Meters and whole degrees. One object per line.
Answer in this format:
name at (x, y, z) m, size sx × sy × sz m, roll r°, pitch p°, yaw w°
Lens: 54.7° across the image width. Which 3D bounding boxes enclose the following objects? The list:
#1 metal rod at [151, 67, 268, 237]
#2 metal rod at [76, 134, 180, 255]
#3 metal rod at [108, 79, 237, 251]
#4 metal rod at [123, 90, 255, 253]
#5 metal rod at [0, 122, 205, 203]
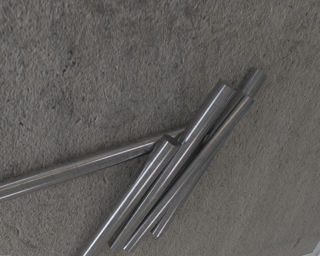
metal rod at (0.067, 0.045, 0.471) m, size 0.025 × 0.025 × 0.298 m, roll 20°, pitch 108°, yaw -36°
metal rod at (-0.068, 0.131, 0.432) m, size 0.025 × 0.025 × 0.299 m, roll 22°, pitch 112°, yaw -36°
metal rod at (0.006, 0.064, 0.424) m, size 0.025 × 0.025 × 0.298 m, roll 17°, pitch 117°, yaw -35°
metal rod at (0.033, 0.073, 0.456) m, size 0.025 × 0.025 × 0.299 m, roll 24°, pitch 109°, yaw -37°
metal rod at (-0.078, 0.041, 0.389) m, size 0.302 × 0.025 × 0.025 m, roll -17°, pitch 125°, yaw -19°
